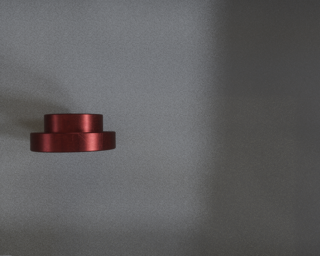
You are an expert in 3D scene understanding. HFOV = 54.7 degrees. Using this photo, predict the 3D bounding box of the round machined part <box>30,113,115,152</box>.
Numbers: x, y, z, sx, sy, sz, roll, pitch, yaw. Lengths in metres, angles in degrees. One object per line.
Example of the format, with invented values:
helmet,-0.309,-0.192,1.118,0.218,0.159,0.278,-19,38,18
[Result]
round machined part,-0.104,0.004,0.374,0.099,0.098,0.042,-1,90,-1
